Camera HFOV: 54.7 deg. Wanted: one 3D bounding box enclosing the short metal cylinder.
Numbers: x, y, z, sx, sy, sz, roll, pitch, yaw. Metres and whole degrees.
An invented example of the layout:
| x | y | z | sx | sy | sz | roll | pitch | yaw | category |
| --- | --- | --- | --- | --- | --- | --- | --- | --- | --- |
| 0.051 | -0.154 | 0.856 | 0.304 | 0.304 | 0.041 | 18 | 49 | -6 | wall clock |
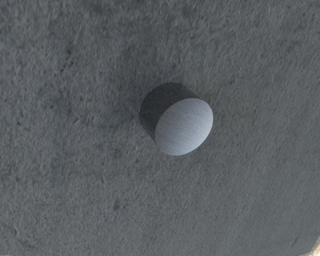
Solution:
| x | y | z | sx | sy | sz | roll | pitch | yaw | category |
| --- | --- | --- | --- | --- | --- | --- | --- | --- | --- |
| 0.020 | -0.012 | 0.396 | 0.081 | 0.050 | 0.079 | -14 | 124 | -21 | short metal cylinder |
